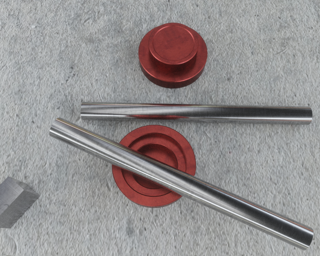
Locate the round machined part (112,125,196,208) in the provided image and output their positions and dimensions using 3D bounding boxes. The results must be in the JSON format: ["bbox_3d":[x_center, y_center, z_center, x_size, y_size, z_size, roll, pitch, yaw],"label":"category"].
[{"bbox_3d":[-0.007,0.049,0.381,0.099,0.042,0.098,0,70,0],"label":"round machined part"}]

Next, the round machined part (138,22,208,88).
[{"bbox_3d":[0.019,-0.109,0.439,0.099,0.042,0.098,0,70,0],"label":"round machined part"}]

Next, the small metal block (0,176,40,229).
[{"bbox_3d":[-0.176,0.088,0.361,0.025,0.050,0.050,37,74,12],"label":"small metal block"}]

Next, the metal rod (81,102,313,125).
[{"bbox_3d":[0.048,-0.020,0.415,0.302,0.025,0.025,1,70,0],"label":"metal rod"}]

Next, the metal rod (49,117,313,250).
[{"bbox_3d":[0.016,0.057,0.342,0.301,0.025,0.025,23,72,8],"label":"metal rod"}]
